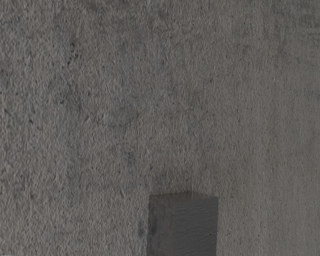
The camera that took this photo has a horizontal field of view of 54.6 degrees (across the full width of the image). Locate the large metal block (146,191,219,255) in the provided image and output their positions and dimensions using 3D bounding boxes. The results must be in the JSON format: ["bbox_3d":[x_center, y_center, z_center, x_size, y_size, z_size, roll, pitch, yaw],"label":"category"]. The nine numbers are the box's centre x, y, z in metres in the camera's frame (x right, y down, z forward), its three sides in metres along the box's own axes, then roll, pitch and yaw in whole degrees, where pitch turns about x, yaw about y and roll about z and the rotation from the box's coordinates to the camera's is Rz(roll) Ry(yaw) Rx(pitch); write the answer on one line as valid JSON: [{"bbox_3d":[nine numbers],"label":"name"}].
[{"bbox_3d":[0.031,0.131,0.414,0.081,0.050,0.080,5,87,-40],"label":"large metal block"}]
